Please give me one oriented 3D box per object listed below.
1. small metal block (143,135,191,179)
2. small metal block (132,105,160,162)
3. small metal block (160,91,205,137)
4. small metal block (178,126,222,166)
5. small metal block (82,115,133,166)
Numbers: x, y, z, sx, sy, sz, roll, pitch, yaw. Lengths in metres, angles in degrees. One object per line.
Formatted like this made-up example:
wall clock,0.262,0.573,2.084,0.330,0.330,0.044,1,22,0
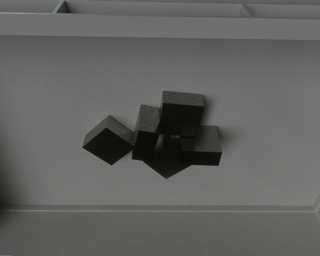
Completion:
small metal block,0.012,0.040,0.441,0.050,0.025,0.050,-33,123,24
small metal block,-0.018,0.007,0.395,0.025,0.050,0.050,10,129,-9
small metal block,0.025,-0.017,0.393,0.050,0.025,0.050,5,130,-5
small metal block,0.051,0.022,0.410,0.050,0.050,0.025,2,130,-3
small metal block,-0.068,0.018,0.421,0.050,0.025,0.050,-37,122,27
